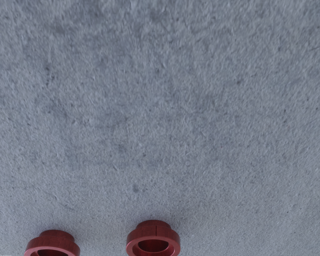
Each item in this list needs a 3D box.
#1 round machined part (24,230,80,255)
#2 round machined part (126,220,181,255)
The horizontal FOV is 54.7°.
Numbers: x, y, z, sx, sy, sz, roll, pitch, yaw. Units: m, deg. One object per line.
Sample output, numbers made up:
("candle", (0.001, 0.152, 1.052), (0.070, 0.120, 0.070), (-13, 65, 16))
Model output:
("round machined part", (-0.201, 0.230, 0.589), (0.099, 0.042, 0.097), (-1, 130, 0))
("round machined part", (-0.012, 0.206, 0.572), (0.099, 0.042, 0.097), (-1, 130, 0))
